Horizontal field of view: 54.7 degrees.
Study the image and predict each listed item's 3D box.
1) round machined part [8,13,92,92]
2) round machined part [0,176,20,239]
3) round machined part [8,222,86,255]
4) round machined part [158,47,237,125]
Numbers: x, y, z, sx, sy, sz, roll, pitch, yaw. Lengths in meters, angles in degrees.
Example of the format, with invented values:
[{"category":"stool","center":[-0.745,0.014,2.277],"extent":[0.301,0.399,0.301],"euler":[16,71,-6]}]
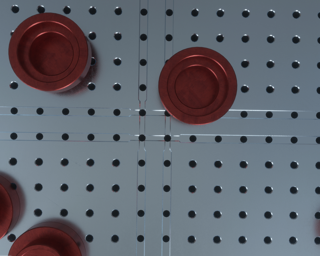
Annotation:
[{"category":"round machined part","center":[-0.138,-0.094,0.403],"extent":[0.099,0.042,0.097],"euler":[0,90,-1]},{"category":"round machined part","center":[-0.241,0.108,0.402],"extent":[0.099,0.042,0.097],"euler":[0,90,-1]},{"category":"round machined part","center":[-0.150,0.177,0.403],"extent":[0.099,0.042,0.097],"euler":[0,90,-1]},{"category":"round machined part","center":[0.047,-0.052,0.406],"extent":[0.099,0.042,0.097],"euler":[0,90,-1]}]
